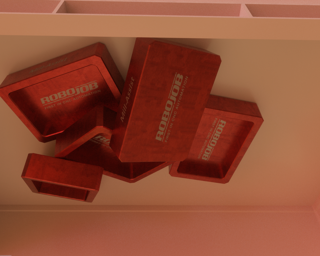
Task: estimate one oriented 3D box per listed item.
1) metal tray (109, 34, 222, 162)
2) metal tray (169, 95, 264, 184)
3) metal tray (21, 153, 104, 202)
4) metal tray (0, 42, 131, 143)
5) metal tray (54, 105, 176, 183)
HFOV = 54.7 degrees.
[{"bbox_3d":[0.005,-0.026,0.336,0.091,0.030,0.129,3,114,-33],"label":"metal tray"},{"bbox_3d":[0.070,0.019,0.421,0.091,0.030,0.129,10,130,-9],"label":"metal tray"},{"bbox_3d":[-0.131,0.073,0.426,0.091,0.030,0.129,13,157,-12],"label":"metal tray"},{"bbox_3d":[-0.108,-0.037,0.370,0.130,0.030,0.090,-16,129,12],"label":"metal tray"},{"bbox_3d":[-0.054,0.027,0.398,0.090,0.030,0.131,-31,139,31],"label":"metal tray"}]
